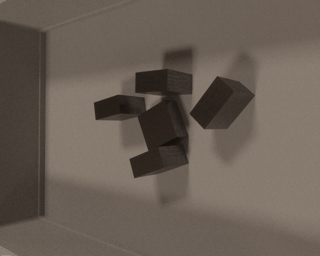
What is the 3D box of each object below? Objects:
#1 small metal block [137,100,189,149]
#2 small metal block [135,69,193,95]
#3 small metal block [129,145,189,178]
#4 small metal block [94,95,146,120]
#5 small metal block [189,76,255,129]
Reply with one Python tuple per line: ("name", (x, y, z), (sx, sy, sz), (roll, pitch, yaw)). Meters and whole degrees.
("small metal block", (0.003, -0.002, 0.402), (0.050, 0.025, 0.050), (-29, 72, 36))
("small metal block", (0.005, -0.055, 0.385), (0.050, 0.050, 0.025), (2, 91, 39))
("small metal block", (-0.001, 0.042, 0.389), (0.050, 0.050, 0.025), (-25, 74, 37))
("small metal block", (-0.056, -0.027, 0.434), (0.050, 0.050, 0.025), (-12, 83, 39))
("small metal block", (0.068, -0.025, 0.334), (0.025, 0.050, 0.050), (50, 119, 28))
